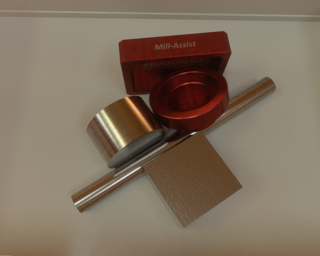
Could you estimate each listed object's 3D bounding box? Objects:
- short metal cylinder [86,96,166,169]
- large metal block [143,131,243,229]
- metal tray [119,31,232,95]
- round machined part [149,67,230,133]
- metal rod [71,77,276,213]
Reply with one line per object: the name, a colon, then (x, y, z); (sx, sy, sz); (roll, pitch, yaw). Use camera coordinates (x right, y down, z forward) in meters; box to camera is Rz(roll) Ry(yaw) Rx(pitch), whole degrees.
short metal cylinder: (-0.041, 0.006, 0.376); (0.080, 0.080, 0.050); (-32, 74, -11)
large metal block: (0.036, 0.063, 0.371); (0.080, 0.050, 0.080); (-31, 73, -11)
metal tray: (0.017, -0.081, 0.402); (0.131, 0.090, 0.030); (-6, 71, -3)
round machined part: (0.039, -0.032, 0.396); (0.098, 0.042, 0.098); (-10, 44, 10)
metal rod: (0.026, 0.016, 0.403); (0.301, 0.025, 0.025); (-31, 73, -11)
